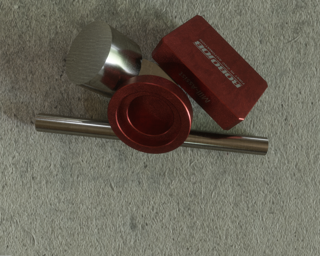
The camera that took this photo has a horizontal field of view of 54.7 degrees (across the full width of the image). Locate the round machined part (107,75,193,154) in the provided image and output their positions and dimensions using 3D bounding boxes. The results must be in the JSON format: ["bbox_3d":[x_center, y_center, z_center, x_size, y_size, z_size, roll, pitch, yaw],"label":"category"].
[{"bbox_3d":[-0.009,-0.020,0.372,0.098,0.042,0.097,7,126,10],"label":"round machined part"}]

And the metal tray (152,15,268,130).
[{"bbox_3d":[0.064,-0.071,0.384,0.130,0.030,0.090,45,51,0],"label":"metal tray"}]

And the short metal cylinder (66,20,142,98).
[{"bbox_3d":[-0.069,-0.082,0.378,0.080,0.050,0.080,-13,68,35],"label":"short metal cylinder"}]

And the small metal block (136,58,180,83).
[{"bbox_3d":[-0.002,-0.062,0.397,0.050,0.050,0.025,24,90,0],"label":"small metal block"}]

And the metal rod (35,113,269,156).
[{"bbox_3d":[-0.010,0.008,0.411,0.302,0.025,0.025,6,90,-1],"label":"metal rod"}]
